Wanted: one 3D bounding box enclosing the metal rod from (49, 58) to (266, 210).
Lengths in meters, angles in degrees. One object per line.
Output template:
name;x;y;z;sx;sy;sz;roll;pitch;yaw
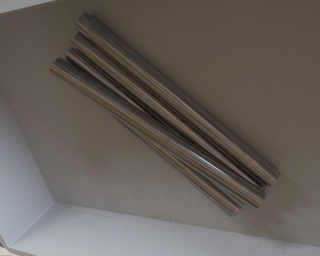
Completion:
metal rod;-0.007;0.003;0.380;0.301;0.025;0.025;33;129;6

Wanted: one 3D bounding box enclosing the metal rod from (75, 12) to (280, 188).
metal rod;0.020;-0.034;0.375;0.300;0.025;0.025;40;129;1

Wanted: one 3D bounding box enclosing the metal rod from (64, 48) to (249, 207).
metal rod;-0.002;-0.003;0.407;0.300;0.025;0.025;40;129;1

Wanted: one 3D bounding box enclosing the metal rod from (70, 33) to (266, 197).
metal rod;0.011;-0.017;0.391;0.300;0.025;0.025;40;129;1

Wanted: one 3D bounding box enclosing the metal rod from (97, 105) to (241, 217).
metal rod;-0.012;0.015;0.422;0.300;0.025;0.025;40;129;1
